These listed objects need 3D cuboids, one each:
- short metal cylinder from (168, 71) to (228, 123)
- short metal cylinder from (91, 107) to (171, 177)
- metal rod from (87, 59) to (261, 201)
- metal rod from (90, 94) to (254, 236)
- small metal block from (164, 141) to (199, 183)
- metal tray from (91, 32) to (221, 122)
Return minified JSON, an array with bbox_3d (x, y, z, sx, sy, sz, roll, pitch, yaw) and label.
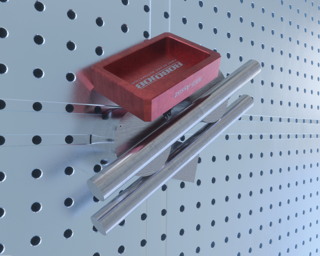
[{"bbox_3d":[0.052,-0.047,0.439,0.081,0.050,0.079,0,90,-40],"label":"short metal cylinder"},{"bbox_3d":[-0.033,0.014,0.367,0.081,0.050,0.079,0,90,-40],"label":"short metal cylinder"},{"bbox_3d":[0.039,-0.015,0.377,0.302,0.025,0.025,-37,113,-34],"label":"metal rod"},{"bbox_3d":[0.037,0.030,0.408,0.302,0.025,0.025,-36,112,-34],"label":"metal rod"},{"bbox_3d":[0.026,0.047,0.432,0.050,0.025,0.050,19,78,-39],"label":"small metal block"},{"bbox_3d":[-0.002,-0.067,0.365,0.131,0.090,0.030,-36,144,-35],"label":"metal tray"}]
